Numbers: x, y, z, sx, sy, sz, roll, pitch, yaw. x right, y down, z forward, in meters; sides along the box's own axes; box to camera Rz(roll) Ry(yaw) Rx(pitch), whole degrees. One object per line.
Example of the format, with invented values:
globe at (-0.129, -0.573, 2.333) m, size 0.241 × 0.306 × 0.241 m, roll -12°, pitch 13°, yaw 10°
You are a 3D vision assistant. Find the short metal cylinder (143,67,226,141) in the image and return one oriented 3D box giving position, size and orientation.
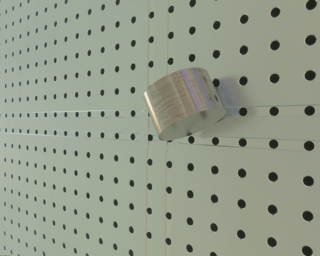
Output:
short metal cylinder at (0.027, -0.025, 0.352) m, size 0.080 × 0.081 × 0.050 m, roll -33°, pitch 69°, yaw 35°
